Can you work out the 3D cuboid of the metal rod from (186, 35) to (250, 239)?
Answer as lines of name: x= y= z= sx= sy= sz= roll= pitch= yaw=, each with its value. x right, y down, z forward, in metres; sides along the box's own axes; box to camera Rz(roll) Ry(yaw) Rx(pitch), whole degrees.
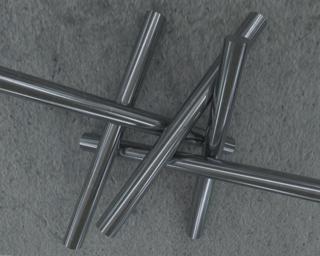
metal rod: x=0.064 y=0.036 z=0.386 sx=0.025 sy=0.025 sz=0.298 roll=4 pitch=124 yaw=-2

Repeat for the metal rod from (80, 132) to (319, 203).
metal rod: x=0.040 y=0.043 z=0.369 sx=0.301 sy=0.025 sz=0.025 roll=10 pitch=111 yaw=18

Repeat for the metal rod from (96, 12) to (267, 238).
metal rod: x=0.028 y=-0.008 z=0.353 sx=0.025 sy=0.025 sz=0.300 roll=37 pitch=85 yaw=-13

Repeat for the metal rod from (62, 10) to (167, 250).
metal rod: x=-0.057 y=0.007 z=0.376 sx=0.025 sy=0.025 sz=0.298 roll=20 pitch=95 yaw=-8

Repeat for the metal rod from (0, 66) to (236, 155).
metal rod: x=-0.034 y=-0.012 z=0.351 sx=0.302 sy=0.025 sz=0.025 roll=16 pitch=111 yaw=-28
